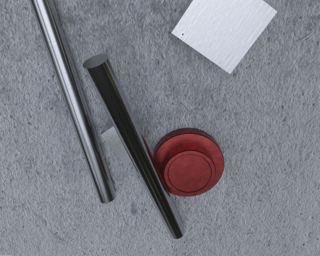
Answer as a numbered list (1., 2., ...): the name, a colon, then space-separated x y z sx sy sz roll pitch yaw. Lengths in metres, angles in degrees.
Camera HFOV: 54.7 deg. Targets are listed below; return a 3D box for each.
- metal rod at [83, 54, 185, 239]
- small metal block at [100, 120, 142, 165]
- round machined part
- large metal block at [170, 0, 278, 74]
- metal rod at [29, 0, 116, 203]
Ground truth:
1. metal rod: -0.017 0.048 0.377 0.025 0.025 0.299 -17 128 6
2. small metal block: -0.047 0.012 0.400 0.025 0.050 0.050 -33 107 11
3. round machined part: 0.039 0.053 0.421 0.099 0.042 0.097 0 110 -1
4. large metal block: 0.068 -0.121 0.353 0.080 0.050 0.080 32 107 -12
5. metal rod: -0.109 -0.035 0.395 0.025 0.025 0.298 -12 110 4
